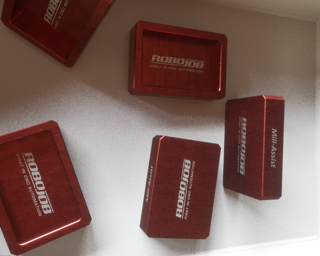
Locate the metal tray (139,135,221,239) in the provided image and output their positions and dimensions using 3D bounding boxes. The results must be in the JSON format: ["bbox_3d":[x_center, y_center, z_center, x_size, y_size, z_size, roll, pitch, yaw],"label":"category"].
[{"bbox_3d":[0.028,0.080,0.418,0.091,0.030,0.129,9,87,-20],"label":"metal tray"}]

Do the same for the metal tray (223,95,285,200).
[{"bbox_3d":[0.124,0.024,0.421,0.030,0.090,0.129,2,89,-20],"label":"metal tray"}]

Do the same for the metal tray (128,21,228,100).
[{"bbox_3d":[0.025,-0.086,0.416,0.131,0.030,0.089,2,89,-20],"label":"metal tray"}]

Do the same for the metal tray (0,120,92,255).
[{"bbox_3d":[-0.143,0.065,0.355,0.091,0.030,0.129,-20,97,-19],"label":"metal tray"}]

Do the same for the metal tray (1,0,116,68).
[{"bbox_3d":[-0.104,-0.126,0.315,0.090,0.129,0.030,34,56,-17],"label":"metal tray"}]
